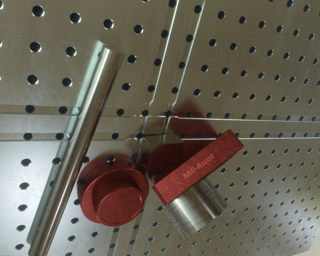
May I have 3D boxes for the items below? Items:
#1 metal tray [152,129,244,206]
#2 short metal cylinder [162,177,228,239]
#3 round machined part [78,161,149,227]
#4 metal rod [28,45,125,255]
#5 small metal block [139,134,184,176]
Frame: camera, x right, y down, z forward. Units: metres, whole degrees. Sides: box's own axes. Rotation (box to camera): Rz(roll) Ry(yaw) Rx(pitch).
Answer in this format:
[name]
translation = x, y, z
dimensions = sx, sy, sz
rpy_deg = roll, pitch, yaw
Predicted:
[metal tray]
translation = 0.054, 0.060, 0.445
dimensions = 0.130, 0.030, 0.090
rpy_deg = -36, 166, -4
[short metal cylinder]
translation = 0.051, 0.114, 0.448
dimensions = 0.080, 0.050, 0.080
rpy_deg = -35, 166, -10
[round machined part]
translation = -0.060, 0.097, 0.429
dimensions = 0.099, 0.042, 0.097
rpy_deg = -14, 124, -21
[metal rod]
translation = -0.109, 0.044, 0.379
dimensions = 0.025, 0.025, 0.298
rpy_deg = 12, 112, -34
[small metal block]
translation = 0.001, 0.037, 0.437
dimensions = 0.050, 0.025, 0.050
rpy_deg = -3, 120, -28
